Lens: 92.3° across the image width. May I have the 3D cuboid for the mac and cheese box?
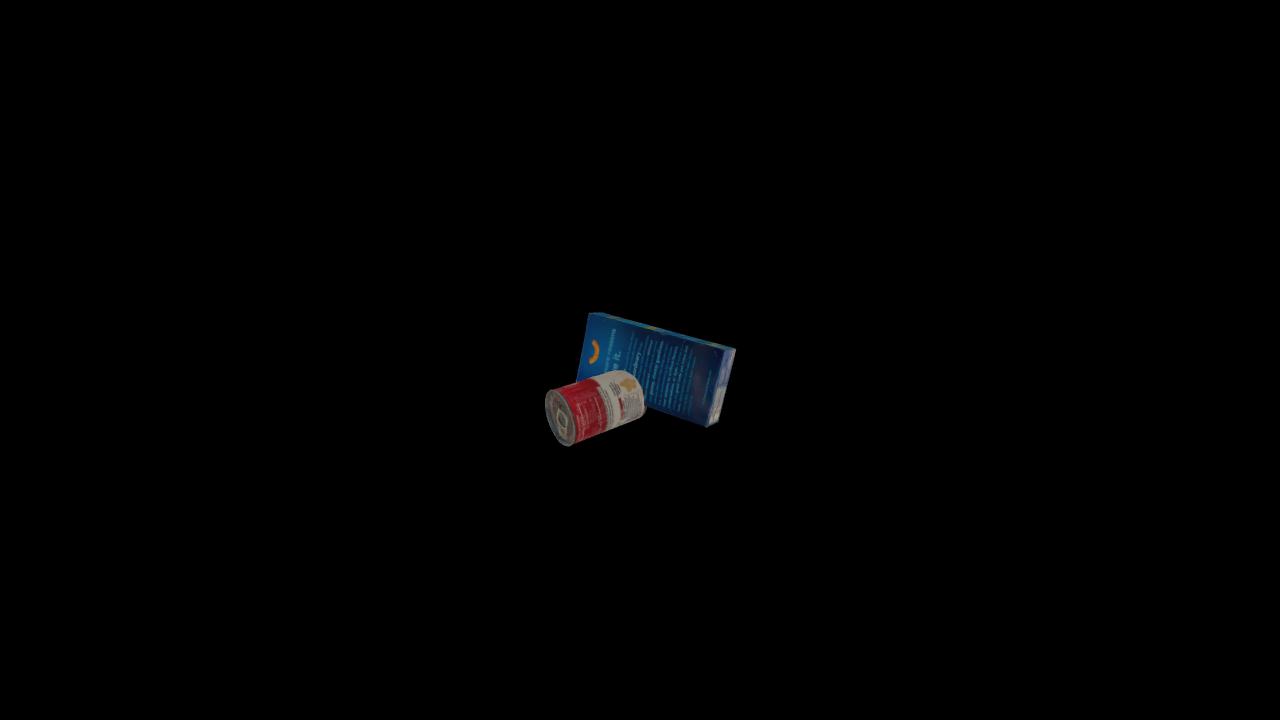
[{"bbox_3d":[0.015,0.007,0.731,0.184,0.093,0.041,18,14,28],"label":"mac and cheese box"}]

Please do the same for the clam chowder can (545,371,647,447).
[{"bbox_3d":[-0.051,0.053,0.721,0.102,0.068,0.068,-18,9,-31],"label":"clam chowder can"}]
